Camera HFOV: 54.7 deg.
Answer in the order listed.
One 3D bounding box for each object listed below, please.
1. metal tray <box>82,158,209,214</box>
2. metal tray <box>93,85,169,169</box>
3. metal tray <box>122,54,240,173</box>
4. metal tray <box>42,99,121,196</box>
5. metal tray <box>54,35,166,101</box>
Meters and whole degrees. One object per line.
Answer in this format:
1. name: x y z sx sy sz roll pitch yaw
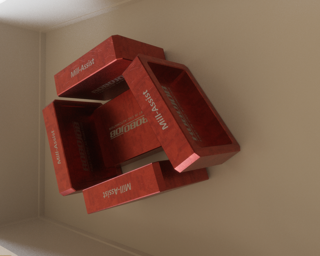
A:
1. metal tray: -0.019 0.069 0.375 0.130 0.091 0.030 -26 74 37
2. metal tray: -0.033 -0.005 0.425 0.130 0.030 0.090 -25 75 37
3. metal tray: 0.024 -0.019 0.341 0.030 0.091 0.130 -44 64 32
4. metal tray: -0.111 0.026 0.451 0.030 0.091 0.129 -27 74 37
5. metal tray: -0.067 -0.074 0.415 0.130 0.091 0.030 -20 78 38
